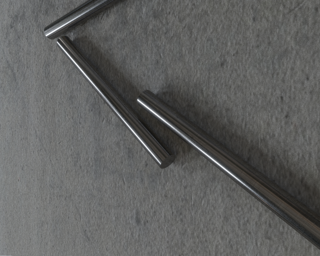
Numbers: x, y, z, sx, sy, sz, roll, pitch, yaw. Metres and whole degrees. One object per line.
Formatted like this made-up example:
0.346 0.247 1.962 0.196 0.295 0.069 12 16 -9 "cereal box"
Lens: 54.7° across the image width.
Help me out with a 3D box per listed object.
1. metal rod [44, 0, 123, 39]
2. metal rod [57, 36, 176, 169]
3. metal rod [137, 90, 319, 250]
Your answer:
-0.085 -0.194 0.472 0.300 0.025 0.025 -10 84 39 "metal rod"
-0.079 -0.053 0.467 0.300 0.025 0.025 47 118 29 "metal rod"
0.077 0.039 0.339 0.300 0.025 0.025 39 114 32 "metal rod"
